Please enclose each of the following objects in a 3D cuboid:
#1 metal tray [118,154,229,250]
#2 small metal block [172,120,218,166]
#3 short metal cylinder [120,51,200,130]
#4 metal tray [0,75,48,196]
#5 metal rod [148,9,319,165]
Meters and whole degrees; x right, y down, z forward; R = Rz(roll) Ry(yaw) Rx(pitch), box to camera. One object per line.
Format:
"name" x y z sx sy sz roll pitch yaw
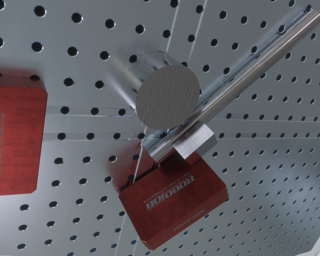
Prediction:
"metal tray" 0.017 0.095 0.435 0.131 0.090 0.030 -32 136 -8
"small metal block" 0.049 0.022 0.422 0.050 0.025 0.050 -41 157 0
"short metal cylinder" 0.000 -0.045 0.368 0.081 0.050 0.079 -14 124 -21
"metal tray" -0.172 0.011 0.321 0.091 0.030 0.129 2 118 -29
"metal rod" 0.104 -0.057 0.433 0.300 0.025 0.025 -41 130 0
